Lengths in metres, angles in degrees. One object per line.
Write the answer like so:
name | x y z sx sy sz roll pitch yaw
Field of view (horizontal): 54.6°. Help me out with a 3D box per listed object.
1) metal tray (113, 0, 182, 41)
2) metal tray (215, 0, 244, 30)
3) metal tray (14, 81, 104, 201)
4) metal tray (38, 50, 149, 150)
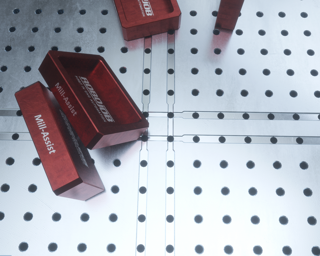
metal tray | -0.028 -0.207 0.484 0.090 0.030 0.130 -15 71 -6
metal tray | 0.115 -0.226 0.460 0.030 0.090 0.130 13 71 5
metal tray | -0.116 0.019 0.368 0.030 0.090 0.130 -28 72 -3
metal tray | -0.082 -0.039 0.393 0.030 0.091 0.130 -46 71 31
